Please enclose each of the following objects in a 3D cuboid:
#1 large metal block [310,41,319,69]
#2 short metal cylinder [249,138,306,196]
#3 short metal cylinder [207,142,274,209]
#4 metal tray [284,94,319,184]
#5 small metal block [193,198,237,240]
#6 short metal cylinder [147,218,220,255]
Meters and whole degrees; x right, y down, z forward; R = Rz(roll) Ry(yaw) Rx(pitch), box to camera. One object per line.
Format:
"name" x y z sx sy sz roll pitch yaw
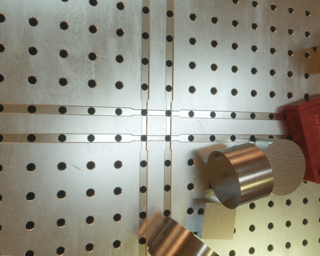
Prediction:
"large metal block" 0.309 -0.135 0.497 0.080 0.080 0.050 -35 102 -17
"short metal cylinder" 0.166 0.055 0.460 0.081 0.050 0.080 0 90 -20
"short metal cylinder" 0.107 0.064 0.423 0.050 0.080 0.080 -13 95 -20
"metal tray" 0.262 0.015 0.506 0.091 0.030 0.129 -18 96 -19
"small metal block" 0.079 0.130 0.442 0.050 0.025 0.050 9 87 -20
"short metal cylinder" 0.031 0.161 0.395 0.080 0.080 0.050 42 77 -15
